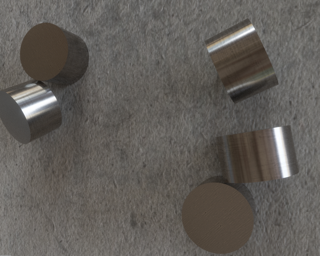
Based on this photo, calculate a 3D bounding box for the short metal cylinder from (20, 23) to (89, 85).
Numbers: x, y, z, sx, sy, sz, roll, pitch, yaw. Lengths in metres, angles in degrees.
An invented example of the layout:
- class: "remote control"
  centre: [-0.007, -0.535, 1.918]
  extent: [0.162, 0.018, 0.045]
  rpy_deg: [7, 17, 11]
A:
- class: "short metal cylinder"
  centre: [-0.151, -0.105, 0.447]
  extent: [0.080, 0.050, 0.079]
  rpy_deg: [0, 90, 19]

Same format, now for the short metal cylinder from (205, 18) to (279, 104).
- class: "short metal cylinder"
  centre: [0.091, -0.074, 0.347]
  extent: [0.050, 0.080, 0.080]
  rpy_deg: [-25, 82, 18]

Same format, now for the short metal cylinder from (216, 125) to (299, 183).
- class: "short metal cylinder"
  centre: [0.106, 0.028, 0.342]
  extent: [0.080, 0.080, 0.050]
  rpy_deg: [-10, 87, 19]

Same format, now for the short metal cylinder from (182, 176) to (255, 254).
- class: "short metal cylinder"
  centre: [0.072, 0.101, 0.370]
  extent: [0.080, 0.050, 0.079]
  rpy_deg: [0, 90, 19]

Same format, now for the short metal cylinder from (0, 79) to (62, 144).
- class: "short metal cylinder"
  centre: [-0.187, -0.024, 0.441]
  extent: [0.080, 0.050, 0.079]
  rpy_deg: [22, 128, 31]
